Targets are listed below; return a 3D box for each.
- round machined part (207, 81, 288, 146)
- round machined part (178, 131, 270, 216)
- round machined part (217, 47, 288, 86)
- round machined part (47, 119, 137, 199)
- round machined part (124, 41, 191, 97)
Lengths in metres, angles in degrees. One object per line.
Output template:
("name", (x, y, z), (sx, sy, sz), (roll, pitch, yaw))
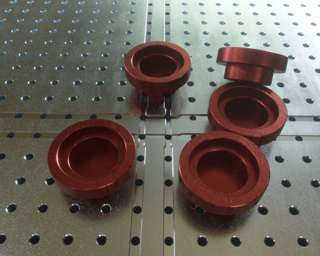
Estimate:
("round machined part", (0.112, -0.014, 0.410), (0.099, 0.042, 0.098), (0, 50, 0))
("round machined part", (0.070, 0.054, 0.352), (0.099, 0.042, 0.098), (0, 50, 0))
("round machined part", (0.130, -0.087, 0.450), (0.099, 0.042, 0.098), (9, 8, -1))
("round machined part", (-0.076, 0.039, 0.363), (0.099, 0.042, 0.098), (0, 50, 0))
("round machined part", (-0.003, -0.086, 0.469), (0.099, 0.042, 0.098), (0, 50, 0))
